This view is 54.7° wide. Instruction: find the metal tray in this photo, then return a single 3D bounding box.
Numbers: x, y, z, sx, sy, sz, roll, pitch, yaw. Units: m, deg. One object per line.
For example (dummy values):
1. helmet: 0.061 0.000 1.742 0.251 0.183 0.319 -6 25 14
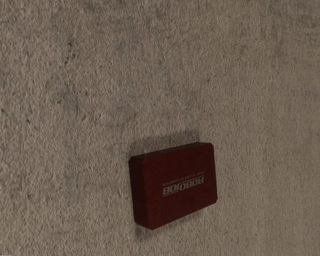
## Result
1. metal tray: 0.023 0.073 0.423 0.131 0.030 0.089 -9 96 -40
